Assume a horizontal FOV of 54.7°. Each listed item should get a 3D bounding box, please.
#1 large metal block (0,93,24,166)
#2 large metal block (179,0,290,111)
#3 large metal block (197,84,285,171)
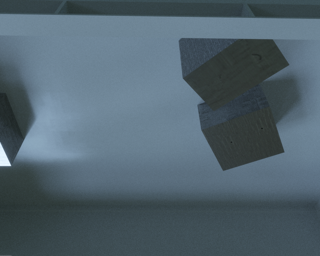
[{"bbox_3d":[-0.233,0.003,0.393,0.081,0.050,0.079,0,130,0],"label":"large metal block"},{"bbox_3d":[0.068,-0.076,0.308,0.080,0.080,0.050,-33,123,25],"label":"large metal block"},{"bbox_3d":[0.102,0.000,0.394,0.080,0.050,0.080,-20,128,16],"label":"large metal block"}]
